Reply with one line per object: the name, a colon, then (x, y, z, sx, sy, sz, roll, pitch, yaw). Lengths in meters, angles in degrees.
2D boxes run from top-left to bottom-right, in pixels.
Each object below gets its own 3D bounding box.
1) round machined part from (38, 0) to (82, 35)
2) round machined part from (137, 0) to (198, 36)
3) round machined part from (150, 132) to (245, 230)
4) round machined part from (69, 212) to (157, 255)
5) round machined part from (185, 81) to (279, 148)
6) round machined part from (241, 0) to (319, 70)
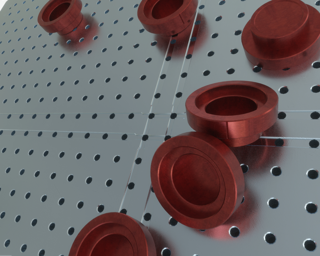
round machined part: (-0.203, -0.236, 0.651, 0.098, 0.042, 0.098, -13, 56, 21)
round machined part: (0.016, -0.190, 0.507, 0.098, 0.042, 0.098, -13, 56, 21)
round machined part: (0.041, 0.051, 0.324, 0.098, 0.042, 0.097, 10, 107, 34)
round machined part: (-0.047, 0.145, 0.334, 0.098, 0.042, 0.098, -13, 56, 21)
round machined part: (0.080, -0.014, 0.347, 0.098, 0.042, 0.098, -8, 30, 5)
round machined part: (0.153, -0.126, 0.395, 0.098, 0.042, 0.098, -13, 56, 21)
